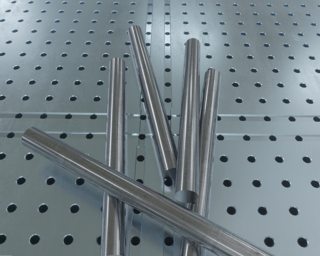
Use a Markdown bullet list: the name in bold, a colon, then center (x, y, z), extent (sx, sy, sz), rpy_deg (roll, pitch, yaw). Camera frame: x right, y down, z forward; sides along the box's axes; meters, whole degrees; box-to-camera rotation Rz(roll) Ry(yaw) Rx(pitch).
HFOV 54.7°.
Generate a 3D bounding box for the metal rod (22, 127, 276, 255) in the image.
- **metal rod**: center (-0.022, 0.069, 0.315), extent (0.301, 0.025, 0.025), rpy_deg (25, 54, 19)

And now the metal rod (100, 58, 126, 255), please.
- **metal rod**: center (-0.057, 0.013, 0.396), extent (0.025, 0.025, 0.300), rpy_deg (-3, 50, -3)

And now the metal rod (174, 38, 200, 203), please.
- **metal rod**: center (0.042, -0.036, 0.423), extent (0.025, 0.025, 0.300), rpy_deg (5, 46, 3)

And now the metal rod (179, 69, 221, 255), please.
- **metal rod**: center (0.054, 0.032, 0.381), extent (0.025, 0.025, 0.300), rpy_deg (8, 50, 6)

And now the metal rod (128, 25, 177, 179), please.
- **metal rod**: center (-0.015, -0.059, 0.456), extent (0.025, 0.025, 0.300), rpy_deg (-9, 51, -8)
